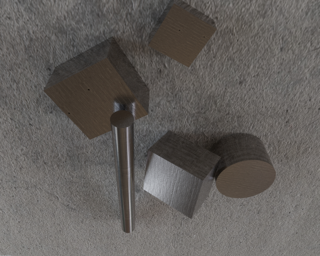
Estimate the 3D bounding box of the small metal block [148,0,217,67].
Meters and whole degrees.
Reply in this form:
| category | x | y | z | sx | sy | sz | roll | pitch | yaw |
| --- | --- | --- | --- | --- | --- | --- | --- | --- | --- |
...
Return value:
| category | x | y | z | sx | sy | sz | roll | pitch | yaw |
| --- | --- | --- | --- | --- | --- | --- | --- | --- | --- |
| small metal block | 0.022 | -0.100 | 0.323 | 0.050 | 0.025 | 0.050 | 24 | 126 | -20 |

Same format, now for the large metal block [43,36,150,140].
| category | x | y | z | sx | sy | sz | roll | pitch | yaw |
| --- | --- | --- | --- | --- | --- | --- | --- | --- | --- |
| large metal block | -0.068 | -0.043 | 0.353 | 0.080 | 0.050 | 0.080 | -23 | 127 | 18 |

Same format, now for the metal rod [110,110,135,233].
| category | x | y | z | sx | sy | sz | roll | pitch | yaw |
| --- | --- | --- | --- | --- | --- | --- | --- | --- | --- |
| metal rod | -0.048 | 0.084 | 0.442 | 0.025 | 0.025 | 0.298 | 2 | 141 | -2 |

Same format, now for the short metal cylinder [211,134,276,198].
| category | x | y | z | sx | sy | sz | roll | pitch | yaw |
| --- | --- | --- | --- | --- | --- | --- | --- | --- | --- |
| short metal cylinder | 0.114 | 0.054 | 0.436 | 0.081 | 0.050 | 0.079 | -2 | 131 | -2 |

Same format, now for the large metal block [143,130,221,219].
| category | x | y | z | sx | sy | sz | roll | pitch | yaw |
| --- | --- | --- | --- | --- | --- | --- | --- | --- | --- |
| large metal block | 0.027 | 0.063 | 0.421 | 0.080 | 0.050 | 0.079 | 28 | 134 | 22 |
